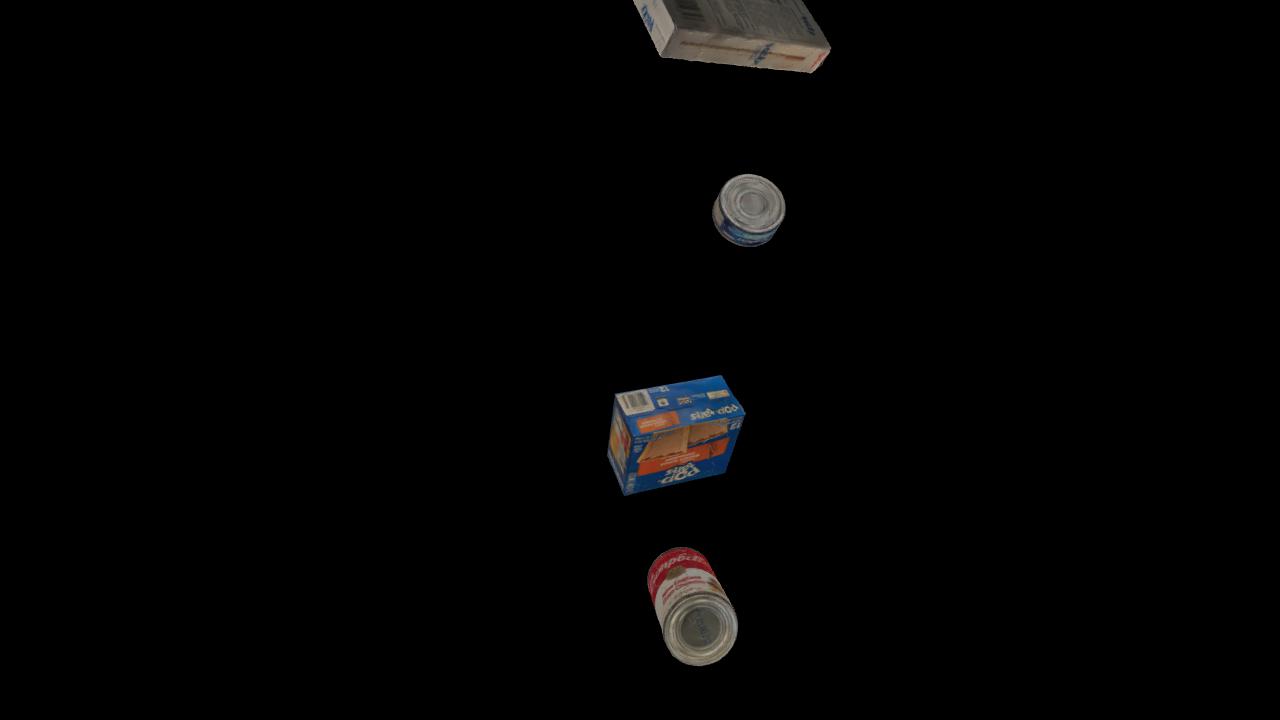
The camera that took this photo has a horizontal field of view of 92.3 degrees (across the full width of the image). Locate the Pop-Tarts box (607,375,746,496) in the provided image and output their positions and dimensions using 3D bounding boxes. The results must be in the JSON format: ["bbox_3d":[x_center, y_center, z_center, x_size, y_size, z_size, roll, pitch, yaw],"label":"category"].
[{"bbox_3d":[0.048,0.109,0.889,0.167,0.141,0.083,-8,46,-18],"label":"Pop-Tarts box"}]

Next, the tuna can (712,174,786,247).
[{"bbox_3d":[0.132,-0.181,0.742,0.084,0.084,0.034,0,-18,-9],"label":"tuna can"}]

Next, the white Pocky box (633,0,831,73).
[{"bbox_3d":[0.065,-0.256,0.450,0.154,0.084,0.028,-12,-19,-33],"label":"white Pocky box"}]

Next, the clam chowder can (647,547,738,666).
[{"bbox_3d":[0.046,0.226,0.572,0.068,0.068,0.102,0,5,-7],"label":"clam chowder can"}]
